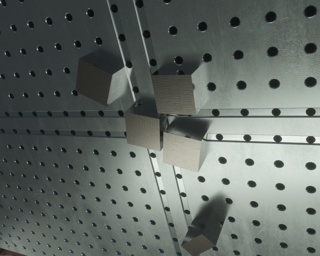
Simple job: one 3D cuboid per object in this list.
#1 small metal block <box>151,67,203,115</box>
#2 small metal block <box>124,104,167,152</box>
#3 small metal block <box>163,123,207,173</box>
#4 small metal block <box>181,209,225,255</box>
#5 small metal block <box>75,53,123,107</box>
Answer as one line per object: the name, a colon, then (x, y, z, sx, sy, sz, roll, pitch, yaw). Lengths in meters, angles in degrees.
small metal block: (0.021, -0.044, 0.372, 0.050, 0.025, 0.050, 4, 120, 26)
small metal block: (-0.018, -0.001, 0.419, 0.050, 0.025, 0.050, 12, 124, 21)
small metal block: (0.032, 0.026, 0.409, 0.050, 0.025, 0.050, 14, 124, 20)
small metal block: (0.064, 0.155, 0.456, 0.025, 0.050, 0.050, 42, 129, -1)
small metal block: (-0.082, -0.064, 0.413, 0.050, 0.025, 0.050, 27, 128, 11)
